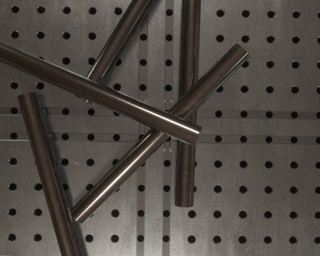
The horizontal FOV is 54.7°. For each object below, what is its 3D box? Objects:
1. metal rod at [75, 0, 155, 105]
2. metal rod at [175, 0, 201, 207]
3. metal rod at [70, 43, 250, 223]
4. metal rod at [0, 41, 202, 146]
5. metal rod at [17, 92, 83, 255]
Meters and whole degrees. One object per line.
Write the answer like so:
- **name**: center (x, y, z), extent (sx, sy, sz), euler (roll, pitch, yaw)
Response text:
- **metal rod**: center (-0.025, -0.166, 0.412), extent (0.025, 0.025, 0.299), euler (31, 90, -1)
- **metal rod**: center (0.038, -0.046, 0.413), extent (0.025, 0.025, 0.298), euler (2, 90, -1)
- **metal rod**: center (-0.005, 0.011, 0.394), extent (0.025, 0.025, 0.300), euler (45, 97, -1)
- **metal rod**: center (-0.092, -0.049, 0.385), extent (0.301, 0.025, 0.025), euler (23, 90, 10)
- **metal rod**: center (-0.136, 0.100, 0.411), extent (0.025, 0.025, 0.298), euler (-15, 90, 0)
